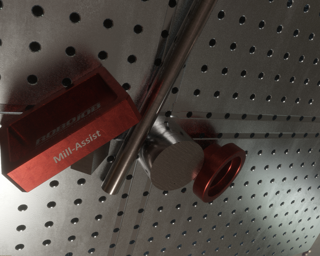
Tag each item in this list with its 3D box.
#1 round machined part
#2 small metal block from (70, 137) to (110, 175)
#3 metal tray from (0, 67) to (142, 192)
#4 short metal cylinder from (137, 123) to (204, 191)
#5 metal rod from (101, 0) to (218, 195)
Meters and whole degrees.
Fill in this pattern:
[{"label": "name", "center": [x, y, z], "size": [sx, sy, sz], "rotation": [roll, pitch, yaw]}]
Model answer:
[{"label": "round machined part", "center": [0.083, 0.062, 0.474], "size": [0.099, 0.042, 0.097], "rotation": [-33, 144, -28]}, {"label": "small metal block", "center": [-0.078, 0.018, 0.362], "size": [0.025, 0.050, 0.050], "rotation": [17, 116, 8]}, {"label": "metal tray", "center": [-0.094, -0.005, 0.315], "size": [0.131, 0.090, 0.030], "rotation": [-33, 129, -7]}, {"label": "short metal cylinder", "center": [0.013, 0.039, 0.429], "size": [0.081, 0.050, 0.079], "rotation": [-14, 124, -21]}, {"label": "metal rod", "center": [-0.002, -0.043, 0.385], "size": [0.025, 0.025, 0.298], "rotation": [16, 110, -35]}]
